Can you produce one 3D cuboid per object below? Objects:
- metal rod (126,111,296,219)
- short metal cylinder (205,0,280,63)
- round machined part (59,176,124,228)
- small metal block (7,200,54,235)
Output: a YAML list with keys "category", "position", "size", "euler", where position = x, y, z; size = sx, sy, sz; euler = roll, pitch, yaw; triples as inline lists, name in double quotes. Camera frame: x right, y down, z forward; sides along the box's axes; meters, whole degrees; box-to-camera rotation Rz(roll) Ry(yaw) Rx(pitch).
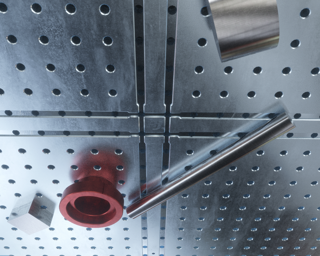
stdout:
- category: "metal rod"
  position: [0.061, 0.067, 0.469]
  size: [0.299, 0.025, 0.025]
  euler: [-35, 122, 26]
- category: "short metal cylinder"
  position: [0.073, -0.106, 0.286]
  size: [0.050, 0.080, 0.080]
  euler: [-14, 129, 11]
- category: "round machined part"
  position: [-0.107, 0.115, 0.497]
  size: [0.099, 0.042, 0.097]
  euler: [-1, 130, 0]
- category: "small metal block"
  position: [-0.227, 0.158, 0.543]
  size: [0.050, 0.025, 0.050]
  euler: [-25, 126, 19]
